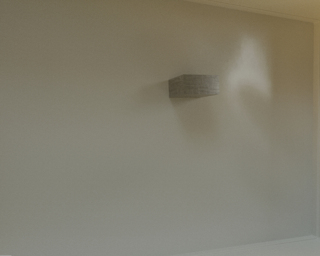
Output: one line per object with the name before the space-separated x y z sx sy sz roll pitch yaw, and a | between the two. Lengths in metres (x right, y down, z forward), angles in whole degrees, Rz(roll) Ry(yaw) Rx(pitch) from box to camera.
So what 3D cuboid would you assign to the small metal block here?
small metal block | 0.044 -0.055 0.415 0.050 0.050 0.025 -3 91 -20
